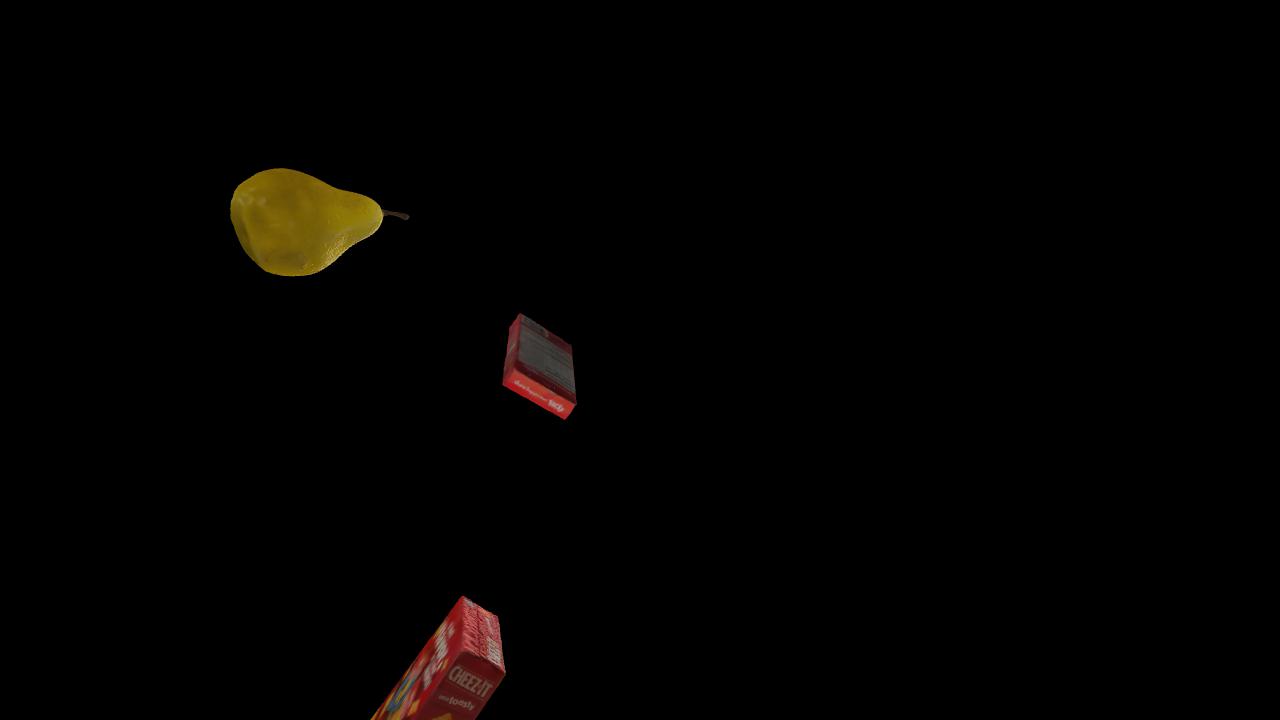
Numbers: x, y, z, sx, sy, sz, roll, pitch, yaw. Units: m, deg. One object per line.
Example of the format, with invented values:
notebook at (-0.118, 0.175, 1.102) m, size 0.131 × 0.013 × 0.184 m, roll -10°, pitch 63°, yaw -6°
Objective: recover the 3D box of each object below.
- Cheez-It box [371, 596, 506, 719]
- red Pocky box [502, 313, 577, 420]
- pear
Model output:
Cheez-It box at (-0.260, 0.427, 0.755) m, size 0.071 × 0.223 × 0.166 m, roll 38°, pitch -10°, yaw -14°
red Pocky box at (-0.117, 0.004, 0.720) m, size 0.083 × 0.028 × 0.155 m, roll 34°, pitch 17°, yaw -22°
pear at (-0.232, -0.106, 0.452) m, size 0.111 × 0.080 × 0.080 m, roll -27°, pitch 18°, yaw -39°
